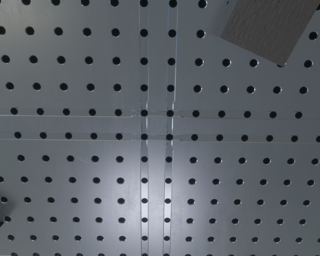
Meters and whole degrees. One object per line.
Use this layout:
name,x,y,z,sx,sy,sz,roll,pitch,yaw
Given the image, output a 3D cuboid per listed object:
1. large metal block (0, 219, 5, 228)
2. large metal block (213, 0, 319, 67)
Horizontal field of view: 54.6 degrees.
large metal block,-0.297,0.152,0.454,0.080,0.050,0.080,-41,105,13
large metal block,0.118,-0.126,0.354,0.080,0.050,0.080,22,109,-8
